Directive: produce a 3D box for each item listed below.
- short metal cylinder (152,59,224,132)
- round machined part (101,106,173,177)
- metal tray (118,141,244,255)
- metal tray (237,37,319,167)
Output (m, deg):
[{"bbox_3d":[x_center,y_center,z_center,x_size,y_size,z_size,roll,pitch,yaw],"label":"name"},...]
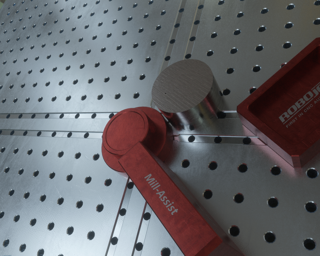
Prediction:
[{"bbox_3d":[0.036,-0.041,0.398,0.080,0.050,0.080,-13,56,21],"label":"short metal cylinder"},{"bbox_3d":[-0.036,0.012,0.409,0.098,0.042,0.098,-13,56,21],"label":"round machined part"},{"bbox_3d":[0.020,0.078,0.308,0.030,0.090,0.130,-43,51,-1],"label":"metal tray"},{"bbox_3d":[0.163,-0.032,0.338,0.130,0.030,0.090,-41,51,0],"label":"metal tray"}]
